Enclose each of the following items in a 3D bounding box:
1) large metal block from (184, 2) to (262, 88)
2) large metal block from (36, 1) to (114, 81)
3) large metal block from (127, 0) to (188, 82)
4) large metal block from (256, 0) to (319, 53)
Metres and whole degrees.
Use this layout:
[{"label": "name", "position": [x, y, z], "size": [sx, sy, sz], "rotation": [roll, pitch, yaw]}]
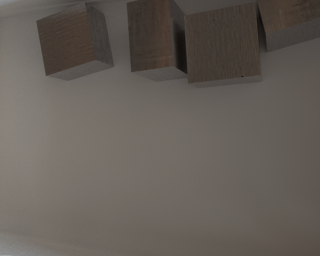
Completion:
[{"label": "large metal block", "position": [0.077, -0.094, 0.370], "size": [0.080, 0.050, 0.080], "rotation": [-4, 89, 20]}, {"label": "large metal block", "position": [-0.119, -0.119, 0.439], "size": [0.080, 0.050, 0.080], "rotation": [-13, 86, 19]}, {"label": "large metal block", "position": [0.002, -0.105, 0.380], "size": [0.050, 0.080, 0.080], "rotation": [-4, 89, 20]}, {"label": "large metal block", "position": [0.149, -0.125, 0.329], "size": [0.080, 0.080, 0.050], "rotation": [-14, 86, 19]}]
